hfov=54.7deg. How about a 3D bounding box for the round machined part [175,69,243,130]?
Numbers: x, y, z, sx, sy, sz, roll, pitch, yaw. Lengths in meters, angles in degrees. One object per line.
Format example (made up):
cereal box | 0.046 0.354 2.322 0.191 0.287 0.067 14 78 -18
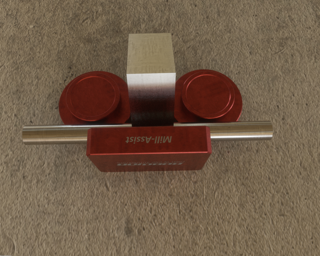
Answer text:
round machined part | 0.061 -0.037 0.414 0.099 0.042 0.098 0 70 -1

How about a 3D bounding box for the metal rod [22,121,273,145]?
metal rod | -0.014 0.006 0.385 0.302 0.025 0.025 -1 70 -1

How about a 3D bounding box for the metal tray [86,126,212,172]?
metal tray | -0.012 0.027 0.364 0.131 0.090 0.030 -1 70 -1

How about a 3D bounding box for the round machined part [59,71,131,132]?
round machined part | -0.085 -0.034 0.410 0.099 0.042 0.098 0 70 -1

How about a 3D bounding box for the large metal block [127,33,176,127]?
large metal block | -0.010 -0.057 0.373 0.050 0.080 0.080 -2 47 -2
